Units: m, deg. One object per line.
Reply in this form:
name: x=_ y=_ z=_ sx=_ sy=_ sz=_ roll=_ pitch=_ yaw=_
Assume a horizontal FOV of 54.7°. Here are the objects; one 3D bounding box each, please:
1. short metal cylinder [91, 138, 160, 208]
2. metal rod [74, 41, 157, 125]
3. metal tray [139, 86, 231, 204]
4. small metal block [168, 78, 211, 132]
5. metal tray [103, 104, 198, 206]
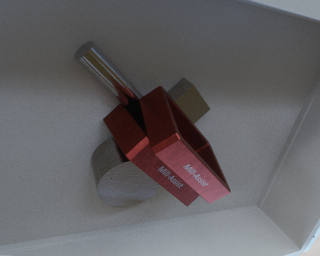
short metal cylinder: x=-0.043 y=0.055 z=0.395 sx=0.081 sy=0.050 sz=0.079 roll=-11 pitch=129 yaw=-14
metal rod: x=0.003 y=0.002 z=0.413 sx=0.025 sy=0.025 sz=0.300 roll=-43 pitch=130 yaw=1
metal tray: x=0.031 y=0.022 z=0.364 sx=0.030 sy=0.090 sz=0.130 roll=-32 pitch=131 yaw=14
small metal block: x=0.031 y=-0.029 z=0.407 sx=0.050 sy=0.025 sz=0.050 roll=-42 pitch=130 yaw=0
metal tray: x=-0.006 y=0.035 z=0.384 sx=0.030 sy=0.090 sz=0.130 roll=-43 pitch=130 yaw=1
